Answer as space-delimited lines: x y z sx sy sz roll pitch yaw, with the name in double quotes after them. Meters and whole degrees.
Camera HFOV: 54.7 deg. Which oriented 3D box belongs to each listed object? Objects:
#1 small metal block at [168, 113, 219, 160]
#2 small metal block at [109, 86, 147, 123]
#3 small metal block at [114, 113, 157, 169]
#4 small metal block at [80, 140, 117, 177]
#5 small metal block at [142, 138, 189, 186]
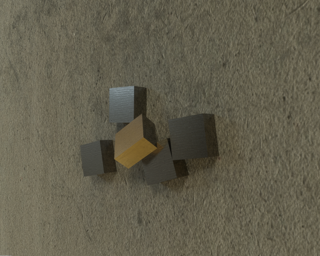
0.040 0.011 0.372 0.050 0.025 0.050 -10 84 39 "small metal block"
-0.046 -0.032 0.443 0.050 0.025 0.050 1 91 40 "small metal block"
-0.032 0.017 0.405 0.050 0.025 0.050 -37 33 21 "small metal block"
-0.097 0.048 0.485 0.050 0.025 0.050 -15 81 39 "small metal block"
0.004 0.044 0.401 0.050 0.025 0.050 -23 76 38 "small metal block"
